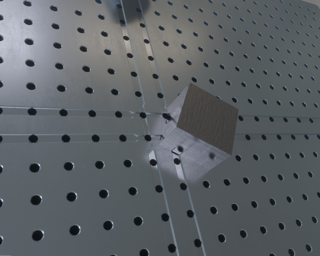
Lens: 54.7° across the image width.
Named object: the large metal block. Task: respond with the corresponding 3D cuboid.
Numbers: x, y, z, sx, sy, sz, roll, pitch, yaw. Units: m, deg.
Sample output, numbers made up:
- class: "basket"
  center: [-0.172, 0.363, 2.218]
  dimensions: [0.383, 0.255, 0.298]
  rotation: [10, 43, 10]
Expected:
- class: "large metal block"
  center: [0.055, -0.002, 0.423]
  dimensions: [0.080, 0.050, 0.080]
  rotation: [27, 52, -11]
